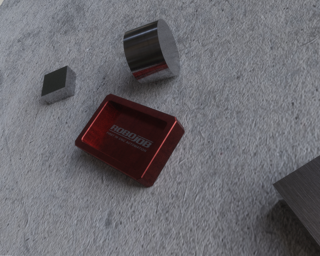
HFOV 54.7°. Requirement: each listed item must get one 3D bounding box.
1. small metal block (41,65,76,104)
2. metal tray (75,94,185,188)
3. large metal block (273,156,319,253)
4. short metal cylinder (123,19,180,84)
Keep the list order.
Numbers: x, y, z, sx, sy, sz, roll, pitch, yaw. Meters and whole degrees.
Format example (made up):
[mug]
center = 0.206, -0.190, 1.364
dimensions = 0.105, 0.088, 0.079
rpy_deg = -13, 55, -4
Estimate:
[small metal block]
center = -0.177, -0.075, 0.543
dimensions = 0.050, 0.025, 0.050
rpy_deg = -18, 55, 17
[metal tray]
center = -0.043, 0.012, 0.416
dimensions = 0.130, 0.030, 0.090
rpy_deg = 22, 73, 36
[large metal block]
center = 0.158, 0.067, 0.264
dimensions = 0.080, 0.050, 0.080
rpy_deg = -34, 51, 6
[short metal cylinder]
center = -0.010, -0.107, 0.439
dimensions = 0.050, 0.080, 0.080
rpy_deg = -13, 56, 21
